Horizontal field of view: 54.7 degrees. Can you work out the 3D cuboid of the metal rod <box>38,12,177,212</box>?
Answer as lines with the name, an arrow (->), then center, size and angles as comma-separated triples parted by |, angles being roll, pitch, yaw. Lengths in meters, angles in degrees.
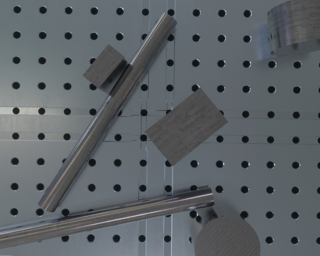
metal rod -> -0.069, -0.021, 0.412 | 0.025, 0.025, 0.299 | 33, 90, 0

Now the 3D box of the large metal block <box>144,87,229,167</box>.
large metal block -> 0.030, -0.001, 0.386 | 0.080, 0.080, 0.050 | -39, 90, 0

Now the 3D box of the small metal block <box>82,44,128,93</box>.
small metal block -> -0.068, -0.075, 0.400 | 0.025, 0.050, 0.050 | 39, 90, 0

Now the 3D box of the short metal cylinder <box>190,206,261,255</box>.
short metal cylinder -> 0.082, 0.147, 0.402 | 0.081, 0.050, 0.079 | 0, 90, 0

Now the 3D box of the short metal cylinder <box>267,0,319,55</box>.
short metal cylinder -> 0.178, -0.125, 0.387 | 0.081, 0.080, 0.050 | -6, 90, 0

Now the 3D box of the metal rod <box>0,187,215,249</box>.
metal rod -> -0.078, 0.121, 0.412 | 0.302, 0.025, 0.025 | -11, 90, 0
